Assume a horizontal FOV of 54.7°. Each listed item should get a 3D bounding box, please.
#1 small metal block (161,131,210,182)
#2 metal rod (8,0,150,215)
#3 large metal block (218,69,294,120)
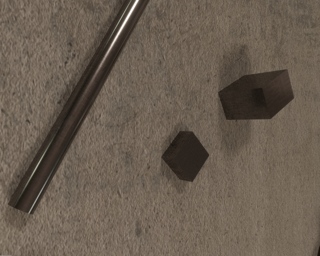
[{"bbox_3d":[0.037,0.040,0.438,0.050,0.025,0.050,52,59,-28],"label":"small metal block"},{"bbox_3d":[-0.075,-0.052,0.343,0.025,0.025,0.300,38,67,-34],"label":"metal rod"},{"bbox_3d":[0.156,-0.053,0.503,0.081,0.080,0.050,-33,111,-35],"label":"large metal block"}]
